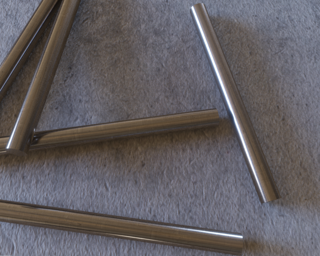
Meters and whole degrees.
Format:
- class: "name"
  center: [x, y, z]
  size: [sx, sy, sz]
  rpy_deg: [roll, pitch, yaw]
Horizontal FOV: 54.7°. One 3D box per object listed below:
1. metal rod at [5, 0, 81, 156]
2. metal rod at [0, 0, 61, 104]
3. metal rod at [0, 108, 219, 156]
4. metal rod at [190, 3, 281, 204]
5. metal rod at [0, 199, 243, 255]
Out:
- class: "metal rod"
  center: [-0.149, -0.105, 0.429]
  size: [0.025, 0.025, 0.299]
  rpy_deg: [8, 65, 2]
- class: "metal rod"
  center: [-0.208, -0.091, 0.438]
  size: [0.025, 0.025, 0.300]
  rpy_deg: [20, 71, 6]
- class: "metal rod"
  center: [-0.073, 0.006, 0.405]
  size: [0.302, 0.025, 0.025]
  rpy_deg: [-8, 70, -3]
- class: "metal rod"
  center: [0.097, -0.047, 0.426]
  size: [0.025, 0.025, 0.299]
  rpy_deg: [-14, 71, -5]
- class: "metal rod"
  center: [-0.056, 0.116, 0.365]
  size: [0.302, 0.025, 0.025]
  rpy_deg: [7, 70, 2]
